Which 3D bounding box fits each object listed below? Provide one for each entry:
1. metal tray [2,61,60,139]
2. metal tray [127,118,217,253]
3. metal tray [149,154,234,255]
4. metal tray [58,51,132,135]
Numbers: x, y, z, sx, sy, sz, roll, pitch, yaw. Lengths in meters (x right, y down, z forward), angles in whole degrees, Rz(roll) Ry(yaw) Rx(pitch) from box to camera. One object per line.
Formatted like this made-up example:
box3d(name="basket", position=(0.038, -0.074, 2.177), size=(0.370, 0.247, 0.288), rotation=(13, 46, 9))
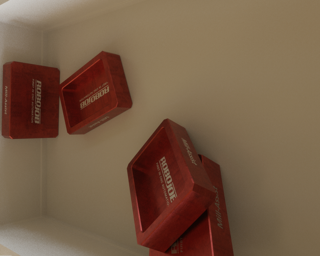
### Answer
box3d(name="metal tray", position=(-0.229, -0.047, 0.553), size=(0.030, 0.091, 0.129), rotation=(4, 92, 40))
box3d(name="metal tray", position=(0.005, 0.058, 0.350), size=(0.090, 0.030, 0.130), rotation=(-51, 27, 19))
box3d(name="metal tray", position=(0.029, 0.103, 0.336), size=(0.090, 0.030, 0.130), rotation=(-39, 32, 32))
box3d(name="metal tray", position=(-0.107, -0.051, 0.492), size=(0.130, 0.030, 0.090), rotation=(-25, 74, 37))
